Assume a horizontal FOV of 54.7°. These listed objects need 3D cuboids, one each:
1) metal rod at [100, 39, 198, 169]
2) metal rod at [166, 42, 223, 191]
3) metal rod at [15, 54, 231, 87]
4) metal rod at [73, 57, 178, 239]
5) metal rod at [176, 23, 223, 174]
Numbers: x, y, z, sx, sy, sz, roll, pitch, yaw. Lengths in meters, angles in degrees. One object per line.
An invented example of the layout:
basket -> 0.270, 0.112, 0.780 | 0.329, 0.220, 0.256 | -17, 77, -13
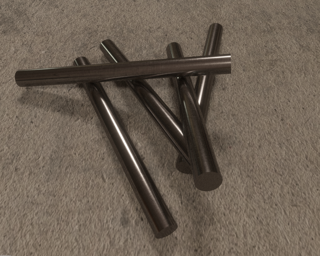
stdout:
metal rod -> -0.019, -0.045, 0.421 | 0.025, 0.025, 0.300 | -22, 48, -18
metal rod -> 0.033, -0.042, 0.394 | 0.025, 0.025, 0.300 | -3, 37, -3
metal rod -> -0.058, -0.076, 0.421 | 0.301, 0.025, 0.025 | -2, 49, 13
metal rod -> -0.059, 0.002, 0.400 | 0.025, 0.025, 0.300 | -20, 53, -17
metal rod -> 0.065, -0.064, 0.458 | 0.025, 0.025, 0.300 | 11, 51, 8
